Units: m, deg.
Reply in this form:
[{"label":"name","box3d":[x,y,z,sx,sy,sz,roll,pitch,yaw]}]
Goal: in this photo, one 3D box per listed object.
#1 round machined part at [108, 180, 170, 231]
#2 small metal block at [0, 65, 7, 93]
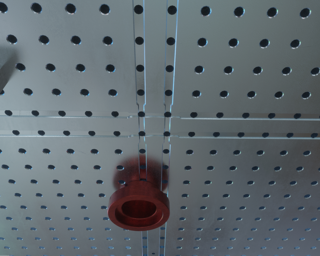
[{"label":"round machined part","box3d":[-0.033,0.123,0.505,0.099,0.042,0.097,-1,130,0]},{"label":"small metal block","box3d":[-0.210,-0.050,0.349,0.050,0.050,0.025,5,130,-5]}]
